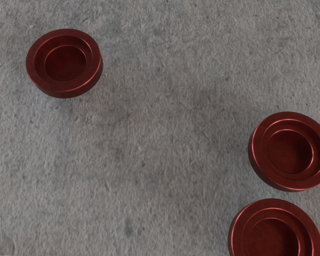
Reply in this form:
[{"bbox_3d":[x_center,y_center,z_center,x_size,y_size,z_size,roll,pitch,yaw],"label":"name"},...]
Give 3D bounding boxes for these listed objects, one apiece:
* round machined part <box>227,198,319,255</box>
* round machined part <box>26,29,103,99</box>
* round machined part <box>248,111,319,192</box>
[{"bbox_3d":[0.126,0.132,0.352,0.099,0.042,0.098,0,70,-1],"label":"round machined part"},{"bbox_3d":[-0.128,-0.085,0.428,0.099,0.042,0.098,0,70,-1],"label":"round machined part"},{"bbox_3d":[0.160,0.032,0.389,0.099,0.042,0.098,0,70,-1],"label":"round machined part"}]
